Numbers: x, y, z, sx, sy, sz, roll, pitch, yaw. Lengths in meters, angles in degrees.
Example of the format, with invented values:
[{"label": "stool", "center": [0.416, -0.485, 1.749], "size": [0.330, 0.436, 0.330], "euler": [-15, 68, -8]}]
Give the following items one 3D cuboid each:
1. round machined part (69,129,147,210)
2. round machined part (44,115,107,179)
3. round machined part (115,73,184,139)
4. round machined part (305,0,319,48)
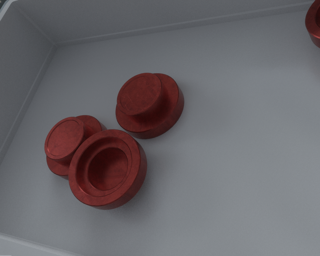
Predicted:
[{"label": "round machined part", "center": [-0.061, 0.054, 0.390], "size": [0.098, 0.042, 0.098], "euler": [-9, 61, 18]}, {"label": "round machined part", "center": [-0.126, 0.023, 0.447], "size": [0.098, 0.042, 0.098], "euler": [-13, 56, 21]}, {"label": "round machined part", "center": [-0.020, -0.037, 0.428], "size": [0.098, 0.042, 0.098], "euler": [-13, 56, 21]}, {"label": "round machined part", "center": [0.220, -0.121, 0.344], "size": [0.098, 0.042, 0.098], "euler": [-25, 44, 27]}]
